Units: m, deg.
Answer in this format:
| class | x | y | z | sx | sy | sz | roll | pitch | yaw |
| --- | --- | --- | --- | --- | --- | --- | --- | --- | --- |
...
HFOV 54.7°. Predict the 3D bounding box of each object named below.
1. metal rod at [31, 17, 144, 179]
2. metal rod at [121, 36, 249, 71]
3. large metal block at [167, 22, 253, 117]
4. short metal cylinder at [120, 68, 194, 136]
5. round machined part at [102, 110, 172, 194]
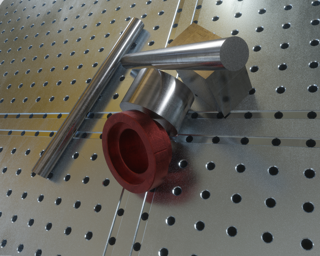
| class | x | y | z | sx | sy | sz | roll | pitch | yaw |
| --- | --- | --- | --- | --- | --- | --- | --- | --- | --- |
| metal rod | -0.108 | -0.057 | 0.497 | 0.025 | 0.025 | 0.300 | 18 | 71 | 34 |
| metal rod | 0.002 | -0.081 | 0.363 | 0.025 | 0.025 | 0.300 | -49 | 22 | -6 |
| large metal block | 0.061 | -0.072 | 0.384 | 0.050 | 0.080 | 0.080 | -43 | 51 | -2 |
| short metal cylinder | -0.003 | -0.031 | 0.393 | 0.080 | 0.080 | 0.050 | 16 | 71 | 34 |
| round machined part | -0.024 | 0.025 | 0.371 | 0.042 | 0.097 | 0.098 | -18 | 36 | -41 |
